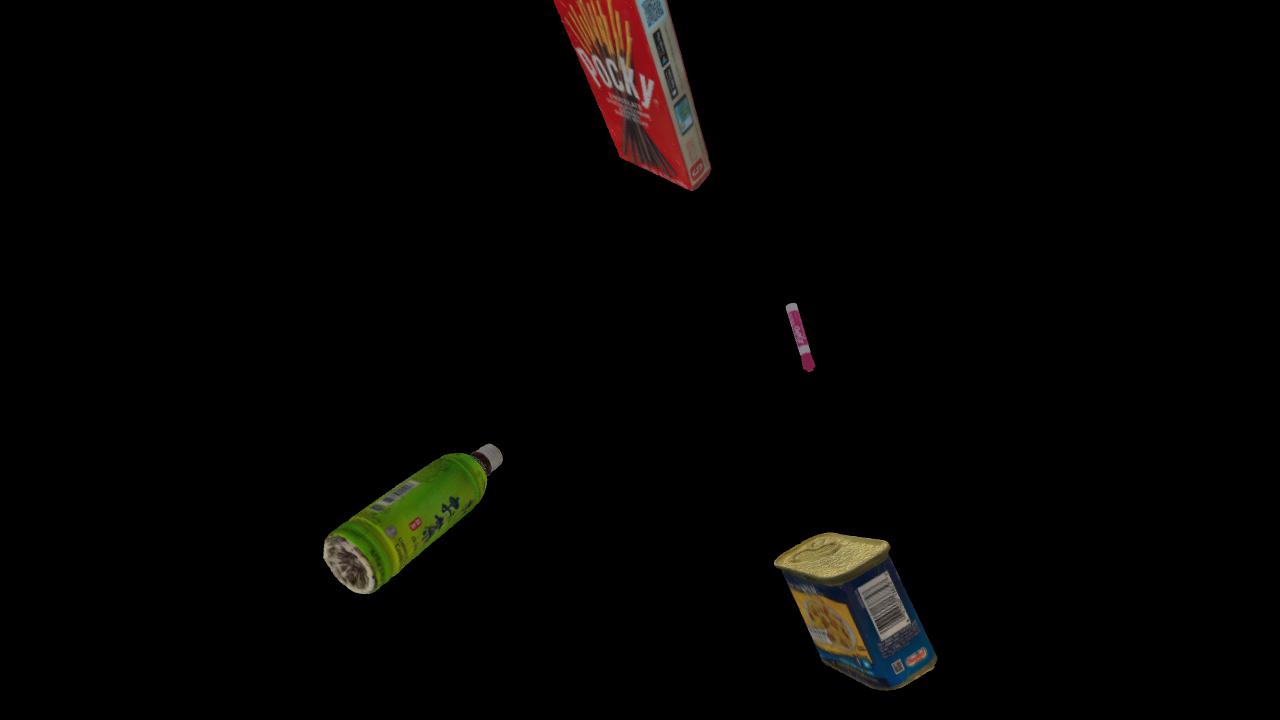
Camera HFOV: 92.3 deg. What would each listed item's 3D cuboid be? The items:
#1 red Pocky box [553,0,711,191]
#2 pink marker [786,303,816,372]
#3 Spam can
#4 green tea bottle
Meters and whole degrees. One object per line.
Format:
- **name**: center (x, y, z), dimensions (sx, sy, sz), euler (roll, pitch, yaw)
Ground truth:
- **red Pocky box**: center (-0.004, -0.189, 0.417), dimensions (0.083, 0.028, 0.155), euler (36, -13, 33)
- **pink marker**: center (0.255, -0.036, 0.978), dimensions (0.020, 0.121, 0.020), euler (-7, -28, -4)
- **Spam can**: center (0.156, 0.181, 0.454), dimensions (0.058, 0.085, 0.101), euler (-22, -5, -17)
- **green tea bottle**: center (-0.222, 0.150, 0.648), dimensions (0.073, 0.073, 0.212), euler (0, 23, 29)
